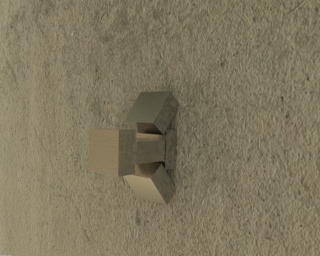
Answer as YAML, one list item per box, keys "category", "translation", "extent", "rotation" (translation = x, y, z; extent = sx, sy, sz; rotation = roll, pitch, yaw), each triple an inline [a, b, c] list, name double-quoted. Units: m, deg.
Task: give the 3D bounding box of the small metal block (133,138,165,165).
- category: "small metal block"
  translation: [-0.029, 0.027, 0.379]
  extent: [0.050, 0.050, 0.025]
  rotation: [3, 92, 39]

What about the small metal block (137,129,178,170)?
- category: "small metal block"
  translation: [-0.004, 0.026, 0.409]
  extent: [0.050, 0.025, 0.050]
  rotation: [3, 92, 39]

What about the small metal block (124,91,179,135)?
- category: "small metal block"
  translation: [-0.011, -0.020, 0.398]
  extent: [0.050, 0.025, 0.050]
  rotation: [4, 56, 40]

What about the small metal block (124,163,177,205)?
- category: "small metal block"
  translation: [-0.014, 0.069, 0.400]
  extent: [0.050, 0.025, 0.050]
  rotation: [3, 133, 39]

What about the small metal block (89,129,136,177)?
- category: "small metal block"
  translation: [-0.055, 0.026, 0.352]
  extent: [0.050, 0.025, 0.050]
  rotation: [1, 91, 39]
